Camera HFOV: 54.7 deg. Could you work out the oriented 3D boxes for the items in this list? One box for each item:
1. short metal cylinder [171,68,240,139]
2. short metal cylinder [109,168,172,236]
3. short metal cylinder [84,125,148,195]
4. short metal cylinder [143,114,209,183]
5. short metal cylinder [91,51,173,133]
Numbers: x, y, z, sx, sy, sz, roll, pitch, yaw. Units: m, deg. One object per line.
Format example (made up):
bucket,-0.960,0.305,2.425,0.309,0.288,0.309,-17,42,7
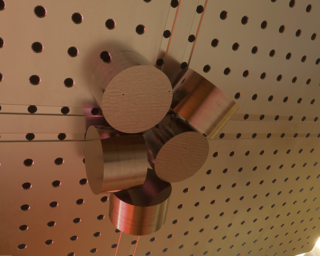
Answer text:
short metal cylinder,0.051,-0.030,0.384,0.080,0.080,0.050,32,100,-38
short metal cylinder,-0.027,0.097,0.420,0.081,0.080,0.050,-6,122,-25
short metal cylinder,-0.055,0.036,0.369,0.050,0.080,0.079,-3,120,-28
short metal cylinder,0.019,0.027,0.422,0.081,0.050,0.079,-14,125,-21
short metal cylinder,-0.033,-0.041,0.351,0.081,0.050,0.079,-13,124,-20
